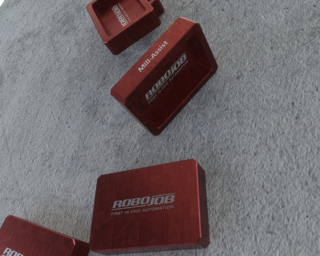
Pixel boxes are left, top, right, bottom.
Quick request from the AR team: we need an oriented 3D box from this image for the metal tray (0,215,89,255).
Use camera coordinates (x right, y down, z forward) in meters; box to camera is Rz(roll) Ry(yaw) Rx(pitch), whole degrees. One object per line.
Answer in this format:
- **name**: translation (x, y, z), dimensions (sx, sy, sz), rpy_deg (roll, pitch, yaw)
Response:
- **metal tray**: translation (-0.159, 0.168, 0.381), dimensions (0.130, 0.030, 0.090), rpy_deg (6, 65, 30)

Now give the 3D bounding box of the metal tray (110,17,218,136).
- **metal tray**: translation (0.011, -0.062, 0.394), dimensions (0.130, 0.090, 0.030), rpy_deg (-48, 51, -6)

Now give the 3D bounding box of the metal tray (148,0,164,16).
- **metal tray**: translation (-0.064, -0.216, 0.566), dimensions (0.090, 0.030, 0.130), rpy_deg (-44, 51, -3)

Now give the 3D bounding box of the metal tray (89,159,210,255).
- **metal tray**: translation (-0.013, 0.091, 0.352), dimensions (0.130, 0.030, 0.090), rpy_deg (-13, 56, 21)

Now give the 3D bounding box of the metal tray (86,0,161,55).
- **metal tray**: translation (-0.064, -0.187, 0.509), dimensions (0.090, 0.030, 0.130), rpy_deg (-33, 51, 6)
